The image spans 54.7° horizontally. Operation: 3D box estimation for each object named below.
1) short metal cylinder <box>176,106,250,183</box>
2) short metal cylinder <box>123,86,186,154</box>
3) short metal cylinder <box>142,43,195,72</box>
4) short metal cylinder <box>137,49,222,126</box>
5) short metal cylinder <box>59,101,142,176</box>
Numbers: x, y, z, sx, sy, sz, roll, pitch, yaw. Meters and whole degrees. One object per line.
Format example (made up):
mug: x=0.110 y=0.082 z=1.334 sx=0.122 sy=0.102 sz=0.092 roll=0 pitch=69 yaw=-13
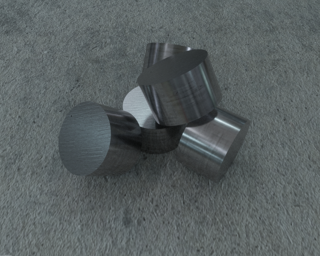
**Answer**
short metal cylinder: x=0.062 y=0.016 z=0.356 sx=0.050 sy=0.080 sz=0.080 roll=28 pitch=56 yaw=21
short metal cylinder: x=-0.005 y=-0.013 z=0.399 sx=0.081 sy=0.050 sz=0.080 roll=0 pitch=50 yaw=0
short metal cylinder: x=0.017 y=-0.084 z=0.431 sx=0.080 sy=0.080 sz=0.050 roll=11 pitch=94 yaw=9
short metal cylinder: x=0.022 y=-0.045 z=0.340 sx=0.080 sy=0.050 sz=0.080 roll=-20 pitch=26 yaw=11
short metal cylinder: x=-0.068 y=0.014 z=0.349 sx=0.080 sy=0.050 sz=0.080 roll=-6 pitch=78 yaw=34
